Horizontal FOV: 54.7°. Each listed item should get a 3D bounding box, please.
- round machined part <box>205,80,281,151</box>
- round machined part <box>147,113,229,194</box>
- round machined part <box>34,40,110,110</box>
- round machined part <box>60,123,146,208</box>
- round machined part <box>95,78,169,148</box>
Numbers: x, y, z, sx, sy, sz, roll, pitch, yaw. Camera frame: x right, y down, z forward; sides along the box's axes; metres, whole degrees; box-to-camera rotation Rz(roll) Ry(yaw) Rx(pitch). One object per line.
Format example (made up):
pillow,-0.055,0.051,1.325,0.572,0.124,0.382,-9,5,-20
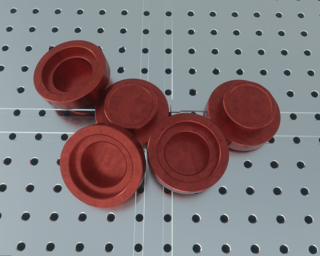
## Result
round machined part,0.111,-0.022,0.408,0.099,0.042,0.098,2,67,-5
round machined part,0.033,0.034,0.388,0.099,0.042,0.098,1,72,-4
round machined part,-0.114,-0.067,0.420,0.098,0.042,0.098,-4,65,8
round machined part,-0.065,0.042,0.373,0.098,0.042,0.097,1,98,9
round machined part,-0.037,-0.023,0.411,0.099,0.042,0.098,0,70,-1
